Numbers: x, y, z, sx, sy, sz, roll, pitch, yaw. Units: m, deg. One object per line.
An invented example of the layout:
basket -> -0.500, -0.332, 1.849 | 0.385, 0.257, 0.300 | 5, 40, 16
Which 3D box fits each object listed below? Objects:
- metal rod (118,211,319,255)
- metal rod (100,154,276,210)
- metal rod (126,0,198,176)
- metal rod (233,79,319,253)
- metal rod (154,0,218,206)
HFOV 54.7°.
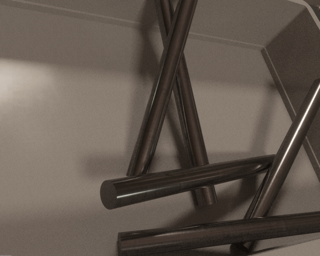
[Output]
metal rod -> 0.104, 0.117, 0.357 | 0.303, 0.025, 0.025 | -1, 62, -17
metal rod -> 0.065, 0.054, 0.367 | 0.302, 0.025, 0.025 | -1, 62, -44
metal rod -> 0.013, -0.082, 0.389 | 0.025, 0.025, 0.299 | 20, 78, -18
metal rod -> 0.180, 0.036, 0.439 | 0.025, 0.025, 0.301 | 39, 64, -3
metal rod -> 0.030, -0.050, 0.410 | 0.025, 0.025, 0.299 | -5, 78, -31
